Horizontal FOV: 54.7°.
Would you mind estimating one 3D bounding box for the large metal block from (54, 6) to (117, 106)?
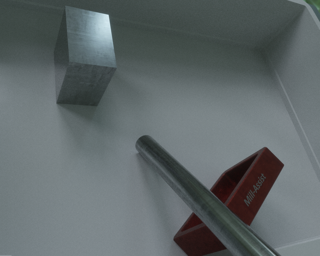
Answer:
[{"bbox_3d":[-0.093,-0.082,0.371,0.050,0.080,0.080,3,61,-27],"label":"large metal block"}]

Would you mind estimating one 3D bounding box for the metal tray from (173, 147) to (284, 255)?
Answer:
[{"bbox_3d":[0.080,0.084,0.357,0.030,0.090,0.131,46,51,3],"label":"metal tray"}]

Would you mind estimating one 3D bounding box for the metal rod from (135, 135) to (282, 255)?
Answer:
[{"bbox_3d":[0.050,0.077,0.268,0.025,0.025,0.300,-1,23,-29],"label":"metal rod"}]
